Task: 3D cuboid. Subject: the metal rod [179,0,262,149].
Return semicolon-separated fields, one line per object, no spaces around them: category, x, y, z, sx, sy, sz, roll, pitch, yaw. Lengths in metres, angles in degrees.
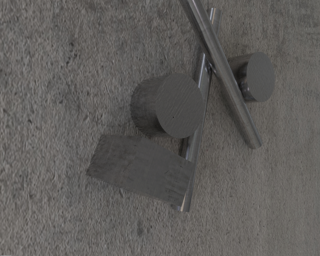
metal rod;0.099;-0.071;0.458;0.025;0.025;0.300;-55;131;-25

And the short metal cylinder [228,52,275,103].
short metal cylinder;0.145;-0.081;0.510;0.081;0.050;0.079;0;90;-40

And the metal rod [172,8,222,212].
metal rod;0.056;-0.032;0.451;0.025;0.025;0.299;18;79;-39

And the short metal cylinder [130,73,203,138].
short metal cylinder;0.010;-0.027;0.396;0.081;0.050;0.079;0;90;-40

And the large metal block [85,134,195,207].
large metal block;-0.023;0.047;0.350;0.080;0.080;0.050;30;71;-36
